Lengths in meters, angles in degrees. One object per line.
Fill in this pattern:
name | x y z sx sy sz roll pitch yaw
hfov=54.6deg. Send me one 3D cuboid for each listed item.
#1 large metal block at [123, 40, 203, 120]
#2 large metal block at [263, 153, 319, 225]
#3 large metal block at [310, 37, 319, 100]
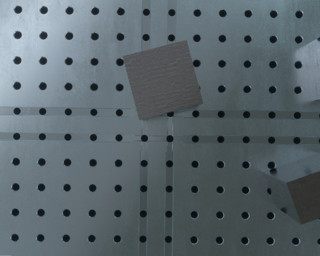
large metal block | 0.004 -0.059 0.401 0.080 0.050 0.080 -15 90 0
large metal block | 0.188 0.071 0.387 0.080 0.080 0.050 -20 90 0
large metal block | 0.251 -0.082 0.402 0.080 0.050 0.080 -5 90 0
